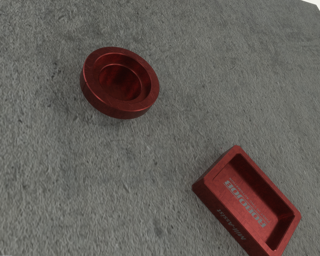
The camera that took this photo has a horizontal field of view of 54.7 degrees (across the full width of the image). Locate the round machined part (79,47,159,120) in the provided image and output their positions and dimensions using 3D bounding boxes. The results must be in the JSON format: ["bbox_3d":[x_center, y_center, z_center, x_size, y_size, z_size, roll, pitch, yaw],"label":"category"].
[{"bbox_3d":[-0.054,-0.053,0.397,0.099,0.042,0.098,14,56,-21],"label":"round machined part"}]

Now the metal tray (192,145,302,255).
[{"bbox_3d":[0.115,0.097,0.405,0.130,0.030,0.091,49,51,6],"label":"metal tray"}]
